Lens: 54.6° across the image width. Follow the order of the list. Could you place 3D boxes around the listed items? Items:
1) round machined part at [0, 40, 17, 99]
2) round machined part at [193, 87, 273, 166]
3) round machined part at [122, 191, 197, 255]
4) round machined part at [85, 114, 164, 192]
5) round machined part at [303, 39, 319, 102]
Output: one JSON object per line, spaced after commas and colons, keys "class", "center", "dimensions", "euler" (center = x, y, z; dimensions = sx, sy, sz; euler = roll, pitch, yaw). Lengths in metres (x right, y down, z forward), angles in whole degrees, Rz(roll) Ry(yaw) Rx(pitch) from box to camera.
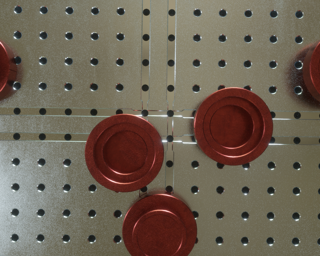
{"class": "round machined part", "center": [-0.245, -0.080, 0.403], "dimensions": [0.099, 0.042, 0.097], "euler": [0, 90, 0]}
{"class": "round machined part", "center": [0.092, -0.002, 0.405], "dimensions": [0.099, 0.042, 0.097], "euler": [0, 90, 0]}
{"class": "round machined part", "center": [0.000, 0.135, 0.405], "dimensions": [0.099, 0.042, 0.097], "euler": [0, 90, 0]}
{"class": "round machined part", "center": [-0.044, 0.031, 0.405], "dimensions": [0.099, 0.042, 0.097], "euler": [0, 90, 0]}
{"class": "round machined part", "center": [0.236, -0.075, 0.406], "dimensions": [0.099, 0.042, 0.097], "euler": [0, 90, 0]}
